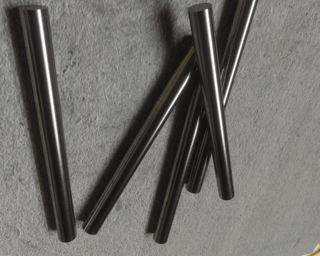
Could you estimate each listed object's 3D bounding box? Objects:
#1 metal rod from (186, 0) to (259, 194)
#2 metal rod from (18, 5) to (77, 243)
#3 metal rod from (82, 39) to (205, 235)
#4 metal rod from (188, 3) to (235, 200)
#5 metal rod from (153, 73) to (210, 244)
[{"bbox_3d":[0.080,-0.034,0.428,0.025,0.025,0.298,-3,120,-27],"label":"metal rod"},{"bbox_3d":[-0.121,0.020,0.353,0.025,0.025,0.298,-11,123,-23],"label":"metal rod"},{"bbox_3d":[-0.024,0.019,0.405,0.025,0.025,0.299,21,107,-36],"label":"metal rod"},{"bbox_3d":[0.074,-0.009,0.407,0.025,0.025,0.298,-26,128,-13],"label":"metal rod"},{"bbox_3d":[0.030,0.055,0.457,0.025,0.025,0.298,-2,119,-28],"label":"metal rod"}]
